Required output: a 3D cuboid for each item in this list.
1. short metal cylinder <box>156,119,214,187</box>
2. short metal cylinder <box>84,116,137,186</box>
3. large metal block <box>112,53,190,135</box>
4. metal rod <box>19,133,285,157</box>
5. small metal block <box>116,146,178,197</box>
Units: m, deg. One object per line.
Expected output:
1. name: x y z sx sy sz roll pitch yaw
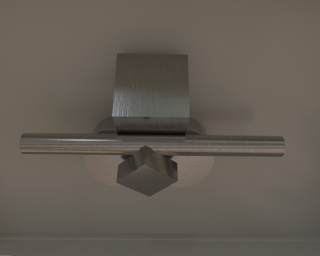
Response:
1. short metal cylinder: 0.027 0.030 0.408 0.081 0.050 0.079 0 110 -1
2. short metal cylinder: -0.054 0.029 0.407 0.081 0.050 0.079 0 110 -1
3. large metal block: -0.009 -0.038 0.360 0.081 0.050 0.080 1 67 -1
4. metal rod: -0.008 0.020 0.364 0.302 0.025 0.025 1 110 -1
5. small metal block: -0.015 0.053 0.364 0.050 0.025 0.050 30 130 -30
